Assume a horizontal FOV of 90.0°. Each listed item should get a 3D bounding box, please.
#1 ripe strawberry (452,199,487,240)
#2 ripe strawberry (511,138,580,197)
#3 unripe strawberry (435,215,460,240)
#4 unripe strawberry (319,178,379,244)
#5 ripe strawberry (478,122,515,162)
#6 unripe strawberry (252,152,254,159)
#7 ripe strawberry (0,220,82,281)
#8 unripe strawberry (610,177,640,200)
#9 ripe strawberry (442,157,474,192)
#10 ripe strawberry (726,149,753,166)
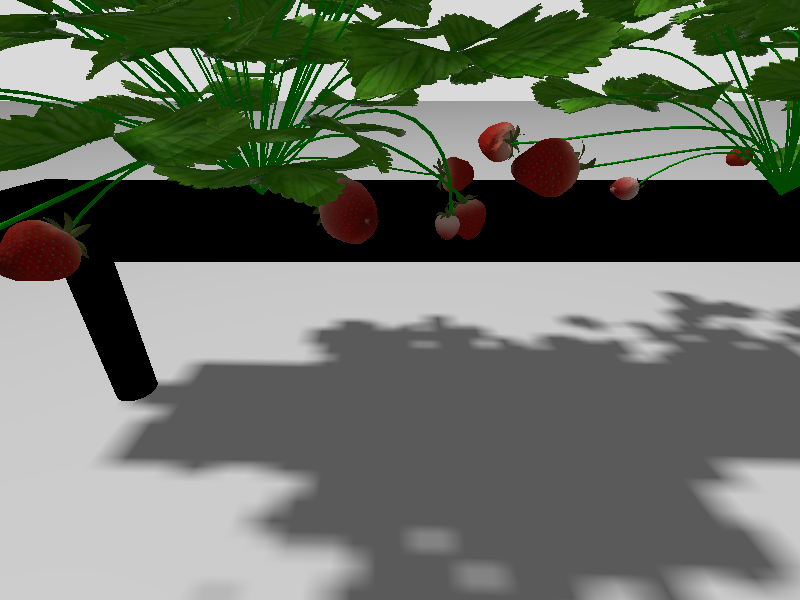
[{"bbox_3d":[0.041,-0.048,0.243,0.023,0.023,0.025,-8,18,41],"label":"ripe strawberry"},{"bbox_3d":[0.119,-0.109,0.330,0.052,0.045,0.052,-1,28,-1],"label":"ripe strawberry"},{"bbox_3d":[0.027,-0.042,0.231,0.015,0.015,0.014,22,35,35],"label":"unripe strawberry"},{"bbox_3d":[-0.028,-0.049,0.227,0.033,0.038,0.036,-19,34,-31],"label":"unripe strawberry"},{"bbox_3d":[0.119,-0.195,0.494,0.044,0.046,0.040,21,34,35],"label":"ripe strawberry"},{"bbox_3d":[-0.176,-0.174,0.478,0.011,0.011,0.010,-10,29,-18],"label":"unripe strawberry"},{"bbox_3d":[-0.168,-0.021,0.184,0.032,0.027,0.032,7,36,13],"label":"ripe strawberry"},{"bbox_3d":[0.181,-0.090,0.324,0.019,0.019,0.021,-6,28,-6],"label":"unripe strawberry"},{"bbox_3d":[0.050,-0.109,0.347,0.029,0.030,0.026,-1,28,-3],"label":"ripe strawberry"},{"bbox_3d":[0.392,-0.166,0.463,0.025,0.021,0.025,12,20,21],"label":"ripe strawberry"}]
